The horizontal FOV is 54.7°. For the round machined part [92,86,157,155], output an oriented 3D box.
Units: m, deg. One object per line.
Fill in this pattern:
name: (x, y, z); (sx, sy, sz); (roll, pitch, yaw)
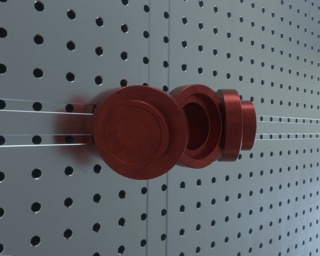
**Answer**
round machined part: (-0.029, -0.003, 0.375); (0.099, 0.042, 0.097); (0, 90, -40)

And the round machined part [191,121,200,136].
round machined part: (0.047, -0.003, 0.439); (0.099, 0.042, 0.097); (0, 90, -40)

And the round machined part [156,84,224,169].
round machined part: (0.033, -0.002, 0.372); (0.099, 0.042, 0.097); (0, 90, -40)

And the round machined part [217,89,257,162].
round machined part: (0.100, -0.004, 0.417); (0.042, 0.098, 0.097); (0, 90, 0)

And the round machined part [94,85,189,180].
round machined part: (-0.022, 0.005, 0.315); (0.042, 0.098, 0.097); (-21, 107, -77)
